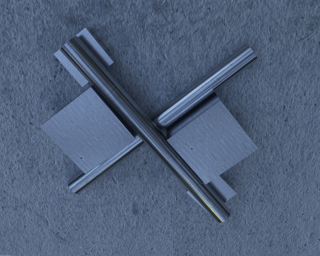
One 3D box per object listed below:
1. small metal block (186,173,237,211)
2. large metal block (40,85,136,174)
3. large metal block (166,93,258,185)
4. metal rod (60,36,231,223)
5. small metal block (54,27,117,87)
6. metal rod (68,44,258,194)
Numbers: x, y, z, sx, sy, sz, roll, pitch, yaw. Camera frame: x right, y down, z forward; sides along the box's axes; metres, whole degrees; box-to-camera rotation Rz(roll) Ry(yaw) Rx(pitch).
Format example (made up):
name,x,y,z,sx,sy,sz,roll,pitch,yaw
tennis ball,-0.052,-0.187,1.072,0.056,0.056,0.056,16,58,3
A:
name,x,y,z,sx,sy,sz,roll,pitch,yaw
small metal block,0.072,0.086,0.444,0.050,0.025,0.050,-41,105,13
large metal block,-0.086,-0.003,0.394,0.080,0.050,0.080,-35,107,12
large metal block,0.065,0.012,0.402,0.080,0.050,0.080,-37,106,12
metal rod,-0.008,0.013,0.388,0.025,0.025,0.300,-38,106,12
small metal block,-0.090,-0.087,0.379,0.050,0.025,0.050,-36,107,12
metal rod,-0.005,-0.005,0.410,0.300,0.025,0.025,-37,106,12
